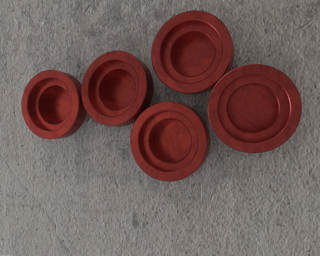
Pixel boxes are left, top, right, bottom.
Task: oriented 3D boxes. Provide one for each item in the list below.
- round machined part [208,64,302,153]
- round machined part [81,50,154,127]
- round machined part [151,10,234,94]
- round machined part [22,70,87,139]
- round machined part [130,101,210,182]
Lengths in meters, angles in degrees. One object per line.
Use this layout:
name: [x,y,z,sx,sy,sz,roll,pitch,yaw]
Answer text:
round machined part: [0.106,-0.023,0.357,0.098,0.042,0.097,2,97,13]
round machined part: [-0.053,-0.050,0.415,0.098,0.042,0.097,-2,84,23]
round machined part: [0.042,-0.090,0.385,0.098,0.042,0.097,0,90,20]
round machined part: [-0.148,-0.033,0.452,0.098,0.042,0.097,0,90,20]
round machined part: [0.016,0.016,0.394,0.098,0.042,0.097,0,90,19]
